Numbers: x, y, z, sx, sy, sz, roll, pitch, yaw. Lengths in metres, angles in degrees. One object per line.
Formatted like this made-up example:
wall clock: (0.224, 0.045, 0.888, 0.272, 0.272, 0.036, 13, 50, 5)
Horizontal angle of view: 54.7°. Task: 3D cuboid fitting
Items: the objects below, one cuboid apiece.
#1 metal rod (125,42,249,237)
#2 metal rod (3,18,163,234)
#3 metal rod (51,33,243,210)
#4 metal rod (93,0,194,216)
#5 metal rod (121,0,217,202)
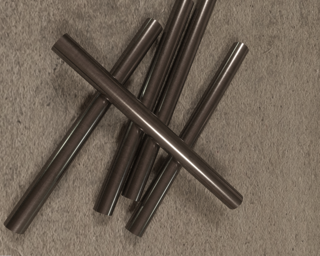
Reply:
metal rod: (0.042, 0.008, 0.425, 0.025, 0.025, 0.300, 35, 79, -17)
metal rod: (-0.086, -0.012, 0.377, 0.025, 0.025, 0.300, 36, 78, -17)
metal rod: (-0.004, 0.002, 0.380, 0.300, 0.025, 0.025, 42, 77, -16)
metal rod: (-0.018, -0.035, 0.403, 0.025, 0.025, 0.299, 23, 82, -19)
metal rod: (0.016, -0.049, 0.415, 0.025, 0.025, 0.299, 24, 82, -19)
